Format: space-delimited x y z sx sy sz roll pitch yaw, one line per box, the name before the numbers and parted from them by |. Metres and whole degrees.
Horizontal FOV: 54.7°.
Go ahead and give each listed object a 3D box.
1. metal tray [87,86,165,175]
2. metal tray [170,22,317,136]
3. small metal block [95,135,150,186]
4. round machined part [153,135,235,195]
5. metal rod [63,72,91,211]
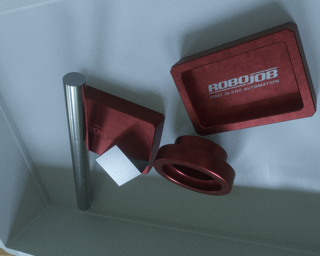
metal tray | -0.064 0.002 0.439 0.130 0.030 0.089 21 126 14
metal tray | 0.086 -0.046 0.330 0.130 0.030 0.090 -12 113 33
small metal block | -0.051 0.045 0.423 0.050 0.025 0.050 -34 100 38
round machined part | 0.045 0.044 0.383 0.098 0.042 0.098 18 155 9
metal rod | -0.117 0.043 0.456 0.025 0.025 0.298 26 139 12
